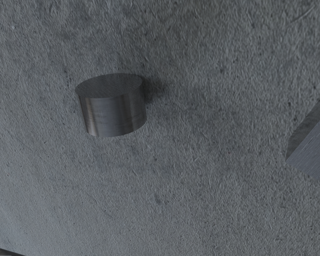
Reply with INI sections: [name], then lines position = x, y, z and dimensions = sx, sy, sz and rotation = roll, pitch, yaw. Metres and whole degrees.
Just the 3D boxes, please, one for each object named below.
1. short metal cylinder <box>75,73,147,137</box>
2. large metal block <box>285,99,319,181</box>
[short metal cylinder]
position = -0.059, -0.031, 0.384
dimensions = 0.080, 0.080, 0.050
rotation = 8, 122, 24
[large metal block]
position = 0.184, 0.013, 0.302
dimensions = 0.080, 0.050, 0.079
rotation = 30, 128, 9
